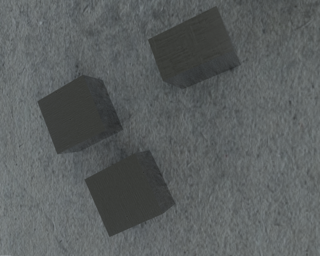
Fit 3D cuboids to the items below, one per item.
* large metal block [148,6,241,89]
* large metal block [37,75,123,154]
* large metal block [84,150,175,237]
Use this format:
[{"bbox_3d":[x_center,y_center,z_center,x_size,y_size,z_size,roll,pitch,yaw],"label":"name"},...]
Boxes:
[{"bbox_3d":[0.044,-0.088,0.364,0.080,0.080,0.050,-21,83,18],"label":"large metal block"},{"bbox_3d":[-0.111,-0.017,0.433,0.080,0.050,0.080,-26,82,18],"label":"large metal block"},{"bbox_3d":[-0.039,0.084,0.408,0.080,0.050,0.080,-29,81,17],"label":"large metal block"}]
